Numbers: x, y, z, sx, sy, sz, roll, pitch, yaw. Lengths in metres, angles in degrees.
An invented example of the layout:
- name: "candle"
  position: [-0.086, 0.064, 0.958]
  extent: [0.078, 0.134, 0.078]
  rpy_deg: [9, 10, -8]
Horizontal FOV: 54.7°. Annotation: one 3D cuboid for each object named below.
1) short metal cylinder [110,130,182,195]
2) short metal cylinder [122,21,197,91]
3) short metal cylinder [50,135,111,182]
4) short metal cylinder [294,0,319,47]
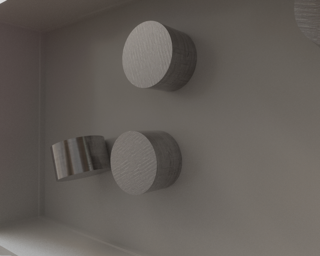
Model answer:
- name: "short metal cylinder"
  position: [-0.019, 0.043, 0.404]
  extent: [0.080, 0.050, 0.079]
  rpy_deg: [0, 90, 39]
- name: "short metal cylinder"
  position: [-0.001, -0.088, 0.390]
  extent: [0.080, 0.050, 0.079]
  rpy_deg: [0, 90, 39]
- name: "short metal cylinder"
  position: [-0.119, 0.047, 0.466]
  extent: [0.080, 0.081, 0.050]
  rpy_deg: [-23, 76, 37]
- name: "short metal cylinder"
  position: [0.161, -0.102, 0.257]
  extent: [0.080, 0.050, 0.079]
  rpy_deg: [0, 90, 39]
